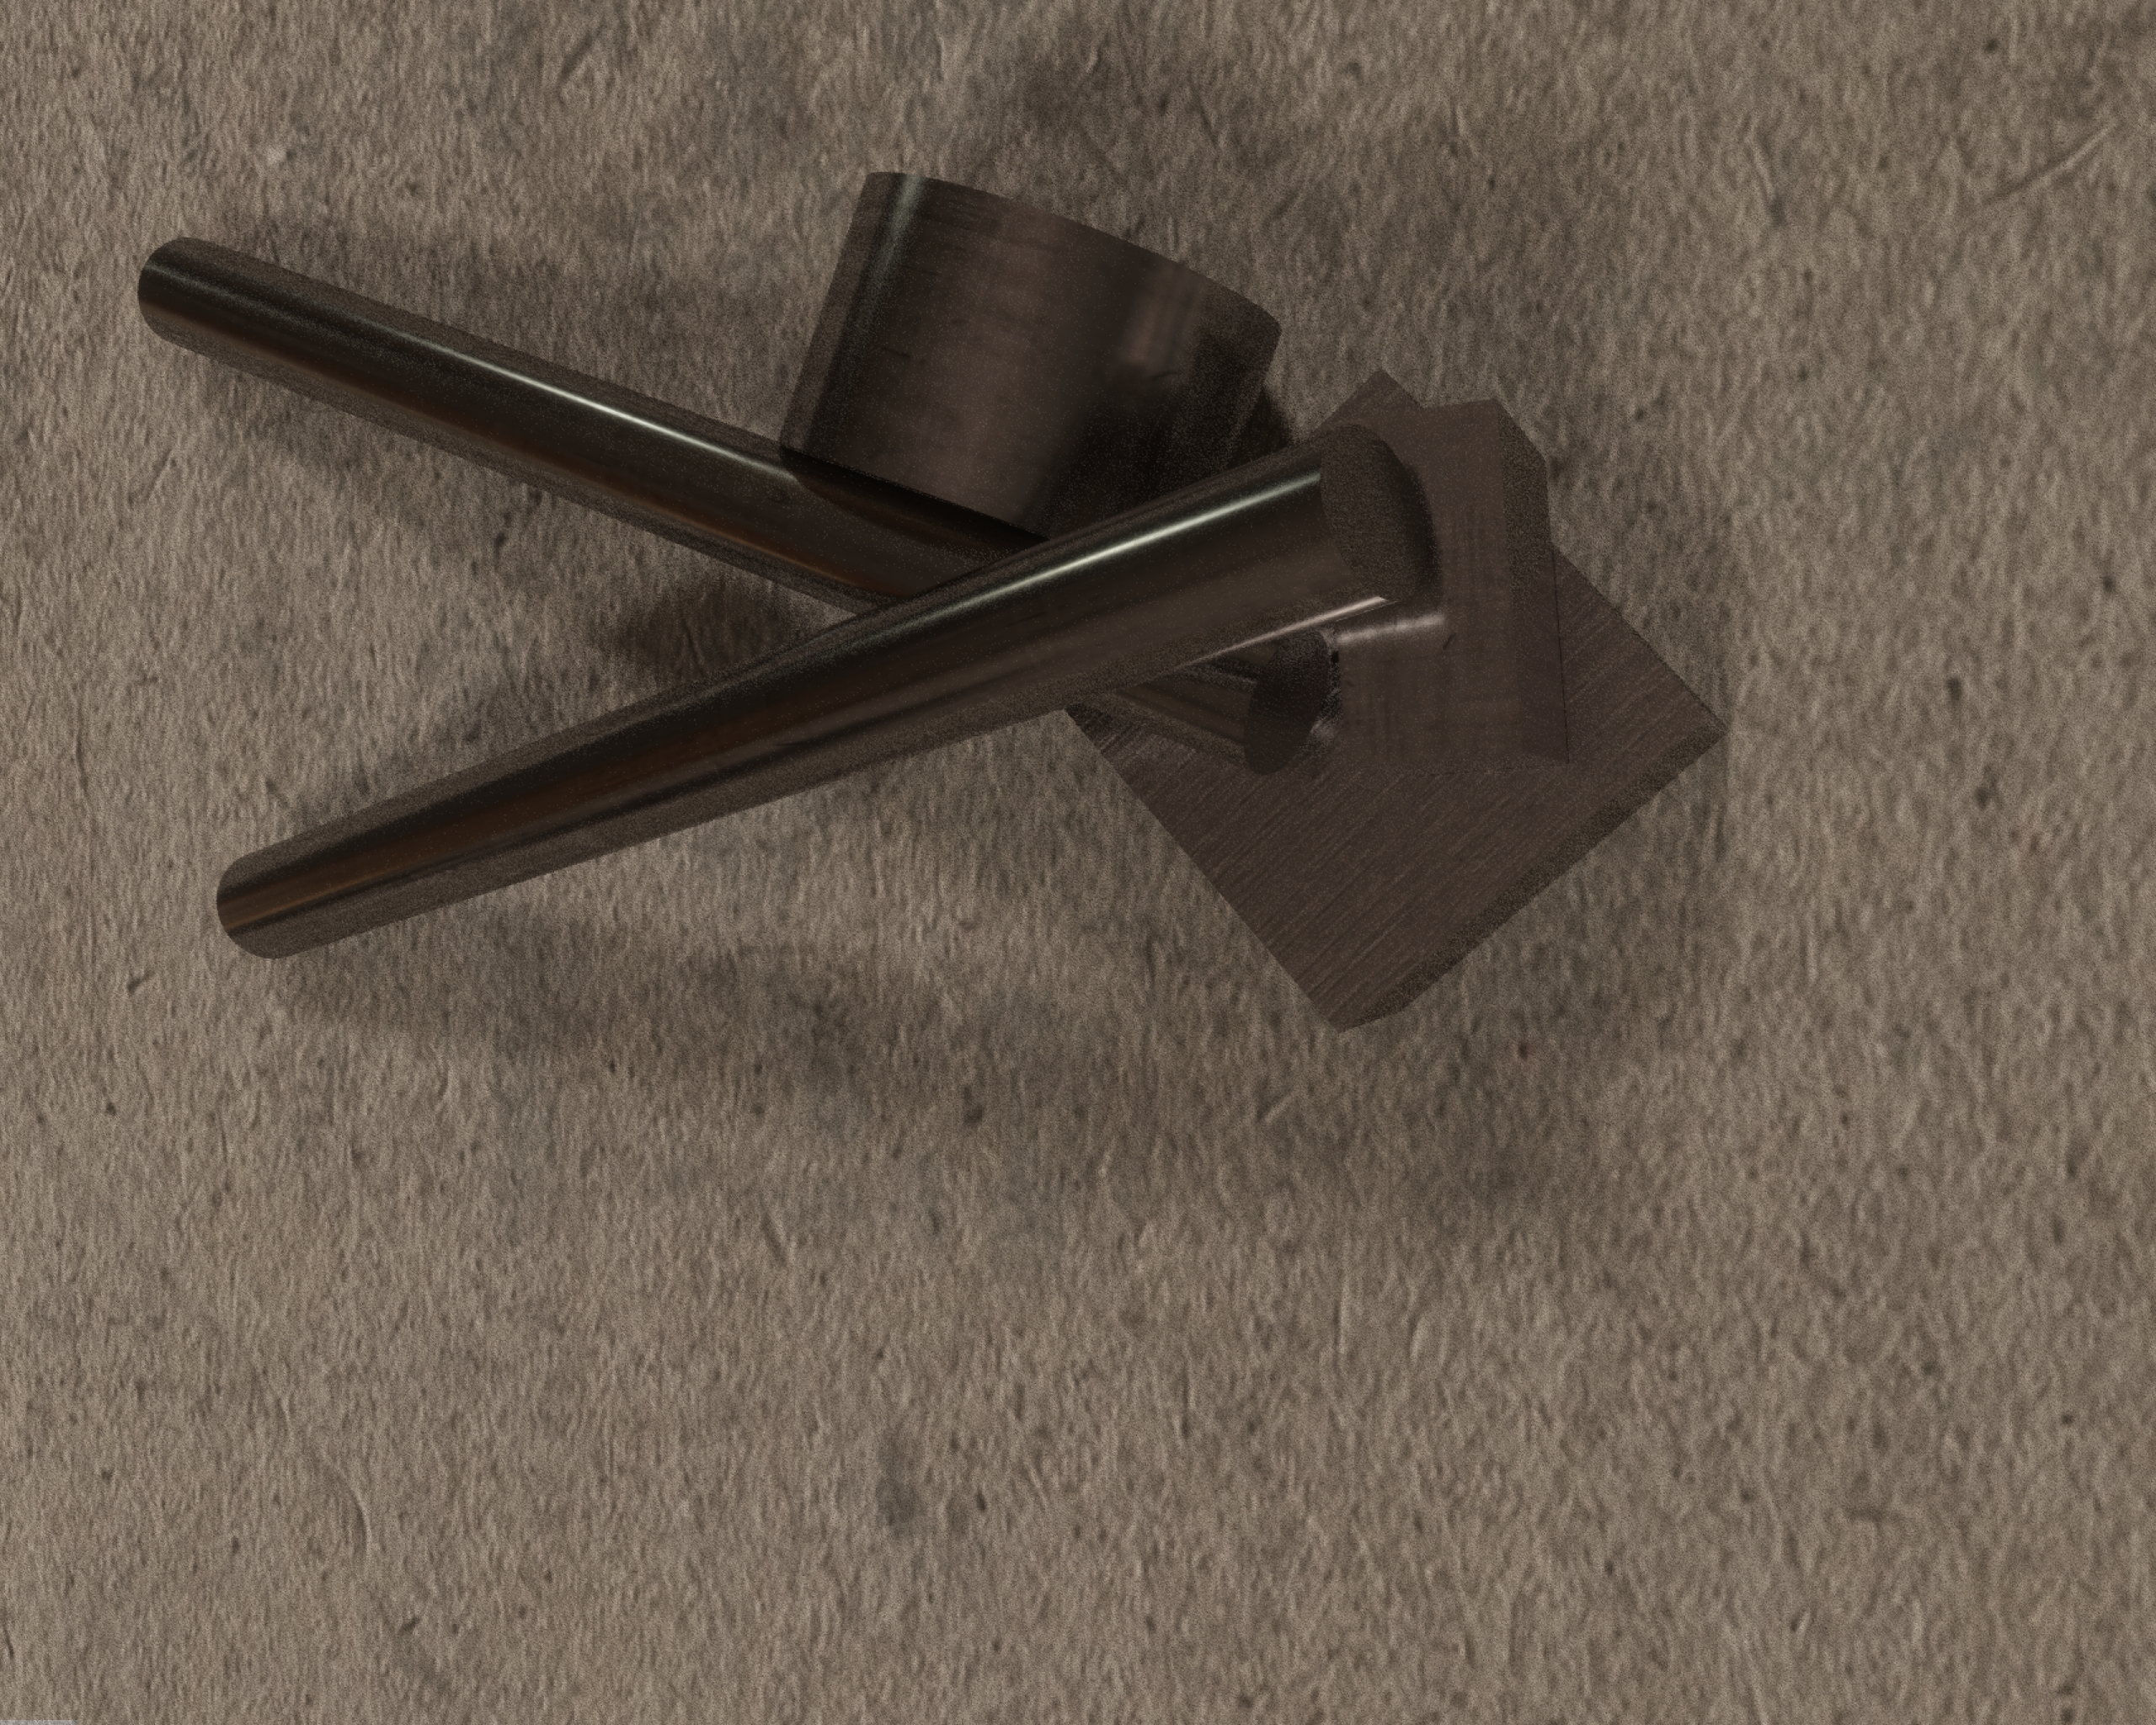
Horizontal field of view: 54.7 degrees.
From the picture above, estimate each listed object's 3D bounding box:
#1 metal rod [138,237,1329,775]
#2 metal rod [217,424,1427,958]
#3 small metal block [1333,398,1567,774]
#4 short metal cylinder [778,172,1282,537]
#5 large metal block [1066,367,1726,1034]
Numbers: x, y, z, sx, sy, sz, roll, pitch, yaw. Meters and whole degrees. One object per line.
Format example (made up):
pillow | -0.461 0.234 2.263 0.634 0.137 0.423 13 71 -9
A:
metal rod | -0.086 -0.079 0.409 0.300 0.025 0.025 24 98 29
metal rod | -0.072 -0.019 0.378 0.300 0.025 0.025 -14 85 40
small metal block | 0.057 -0.040 0.320 0.025 0.050 0.050 -4 89 20
short metal cylinder | -0.009 -0.087 0.385 0.080 0.080 0.050 22 97 18
large metal block | 0.057 -0.027 0.375 0.080 0.050 0.080 -43 76 16
